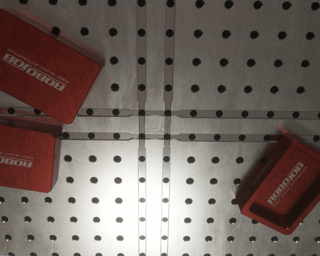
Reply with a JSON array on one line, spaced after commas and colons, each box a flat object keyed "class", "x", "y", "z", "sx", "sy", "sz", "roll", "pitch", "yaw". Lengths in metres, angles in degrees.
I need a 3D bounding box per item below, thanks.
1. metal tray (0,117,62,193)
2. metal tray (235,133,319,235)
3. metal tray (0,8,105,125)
[{"class": "metal tray", "x": -0.206, "y": 0.034, "z": 0.420, "sx": 0.131, "sy": 0.030, "sz": 0.089, "roll": 10, "pitch": 110, "yaw": -4}, {"class": "metal tray", "x": 0.183, "y": 0.083, "z": 0.443, "sx": 0.090, "sy": 0.030, "sz": 0.129, "roll": 28, "pitch": 108, "yaw": -10}, {"class": "metal tray", "x": -0.147, "y": -0.074, "z": 0.382, "sx": 0.131, "sy": 0.030, "sz": 0.090, "roll": 29, "pitch": 107, "yaw": -11}]
